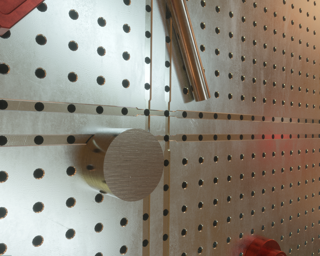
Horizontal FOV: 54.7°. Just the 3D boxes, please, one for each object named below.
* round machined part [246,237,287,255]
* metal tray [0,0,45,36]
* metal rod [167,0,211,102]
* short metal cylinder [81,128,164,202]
[{"bbox_3d":[0.198,0.253,0.565,0.099,0.042,0.097,0,90,-40],"label":"round machined part"},{"bbox_3d":[-0.137,-0.162,0.290,0.090,0.030,0.130,50,61,-28],"label":"metal tray"},{"bbox_3d":[0.020,-0.181,0.425,0.025,0.025,0.298,-28,108,-36],"label":"metal rod"},{"bbox_3d":[-0.042,0.040,0.357,0.081,0.050,0.080,0,90,-40],"label":"short metal cylinder"}]
